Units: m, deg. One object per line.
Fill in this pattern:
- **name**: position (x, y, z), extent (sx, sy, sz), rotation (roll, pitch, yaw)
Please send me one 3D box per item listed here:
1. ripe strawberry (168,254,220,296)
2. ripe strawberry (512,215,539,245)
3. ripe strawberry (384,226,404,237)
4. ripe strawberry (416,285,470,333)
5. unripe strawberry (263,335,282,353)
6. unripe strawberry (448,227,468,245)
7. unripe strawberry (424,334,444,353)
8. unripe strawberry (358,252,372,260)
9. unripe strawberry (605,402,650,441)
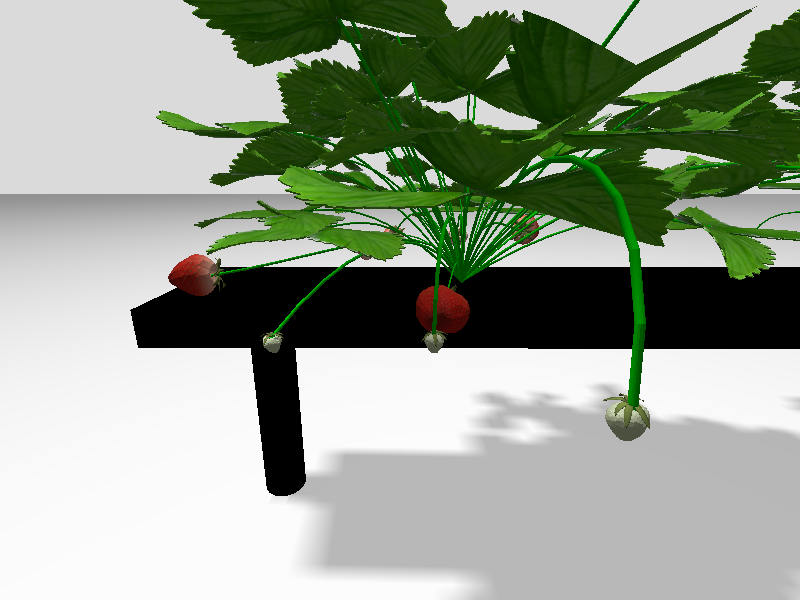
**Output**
- **ripe strawberry**: position (-0.163, -0.019, 0.316), extent (0.035, 0.034, 0.032), rotation (-4, 17, -10)
- **ripe strawberry**: position (0.180, -0.101, 0.570), extent (0.037, 0.042, 0.040), rotation (9, 18, 28)
- **ripe strawberry**: position (-0.009, -0.085, 0.546), extent (0.029, 0.030, 0.031), rotation (-5, -15, -17)
- **ripe strawberry**: position (0.024, 0.006, 0.233), extent (0.032, 0.027, 0.032), rotation (4, 18, 13)
- **unripe strawberry**: position (-0.068, 0.023, 0.212), extent (0.011, 0.010, 0.010), rotation (13, 21, 37)
- **unripe strawberry**: position (0.079, -0.087, 0.552), extent (0.029, 0.026, 0.026), rotation (2, -4, 6)
- **unripe strawberry**: position (0.016, 0.020, 0.183), extent (0.009, 0.010, 0.010), rotation (4, 17, 12)
- **unripe strawberry**: position (-0.040, -0.057, 0.459), extent (0.018, 0.021, 0.020), rotation (-14, 15, -40)
- **unripe strawberry**: position (0.062, 0.033, 0.109), extent (0.011, 0.011, 0.010), rotation (0, 17, -1)
